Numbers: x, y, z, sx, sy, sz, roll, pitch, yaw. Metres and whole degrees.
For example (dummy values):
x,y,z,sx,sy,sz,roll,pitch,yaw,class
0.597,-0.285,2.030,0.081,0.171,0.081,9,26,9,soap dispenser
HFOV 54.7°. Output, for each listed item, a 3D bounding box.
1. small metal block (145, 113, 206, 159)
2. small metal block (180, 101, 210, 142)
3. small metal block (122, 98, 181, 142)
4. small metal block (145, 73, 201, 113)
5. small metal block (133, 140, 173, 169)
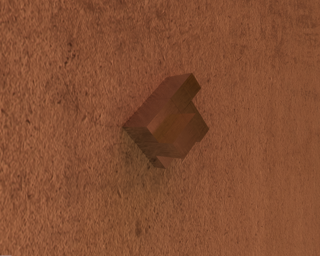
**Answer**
x,y,z,sx,sy,sz,roll,pitch,yaw,class
0.018,0.009,0.375,0.050,0.050,0.025,-51,121,-28,small metal block
0.030,-0.008,0.417,0.025,0.050,0.050,-51,120,-28,small metal block
-0.011,-0.010,0.382,0.050,0.050,0.025,-51,121,-28,small metal block
0.017,-0.044,0.406,0.050,0.050,0.025,-51,121,-28,small metal block
0.001,0.018,0.409,0.050,0.025,0.050,-50,120,-28,small metal block
